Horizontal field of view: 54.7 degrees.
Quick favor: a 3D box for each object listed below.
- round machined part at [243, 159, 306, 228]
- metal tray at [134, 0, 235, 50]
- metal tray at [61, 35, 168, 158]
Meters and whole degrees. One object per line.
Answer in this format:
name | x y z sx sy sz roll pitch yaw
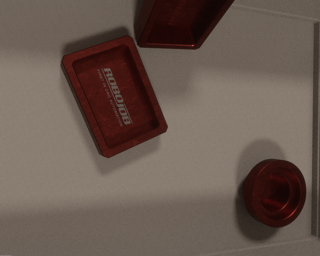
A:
round machined part | 0.166 0.095 0.465 0.099 0.042 0.097 0 90 -21
metal tray | 0.029 -0.143 0.365 0.091 0.129 0.030 -3 71 -20
metal tray | -0.056 -0.039 0.387 0.091 0.030 0.129 -25 98 -19
